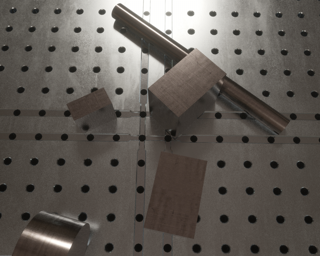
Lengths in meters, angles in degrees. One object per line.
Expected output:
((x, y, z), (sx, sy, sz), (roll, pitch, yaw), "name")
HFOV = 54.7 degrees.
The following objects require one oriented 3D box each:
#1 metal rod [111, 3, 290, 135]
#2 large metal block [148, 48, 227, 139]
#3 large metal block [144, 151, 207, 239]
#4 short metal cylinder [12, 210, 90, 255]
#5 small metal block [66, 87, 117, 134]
((0.050, -0.090, 0.445), (0.300, 0.025, 0.025), (38, 74, 12), "metal rod")
((0.032, -0.041, 0.398), (0.080, 0.080, 0.050), (-42, 76, -14), "large metal block")
((0.017, 0.080, 0.354), (0.050, 0.080, 0.080), (12, 71, 4), "large metal block")
((-0.115, 0.135, 0.332), (0.050, 0.080, 0.080), (15, 71, 5), "short metal cylinder")
((-0.087, -0.022, 0.405), (0.050, 0.050, 0.025), (-26, 73, -9), "small metal block")
